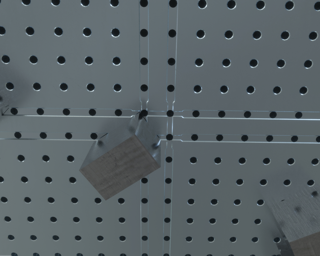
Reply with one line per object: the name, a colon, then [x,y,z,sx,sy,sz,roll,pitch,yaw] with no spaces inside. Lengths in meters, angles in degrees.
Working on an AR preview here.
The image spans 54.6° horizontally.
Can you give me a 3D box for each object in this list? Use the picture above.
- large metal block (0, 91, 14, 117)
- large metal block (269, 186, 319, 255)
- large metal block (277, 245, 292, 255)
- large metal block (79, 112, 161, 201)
large metal block: [-0.240,-0.031,0.371,0.080,0.080,0.050,43,105,-14]
large metal block: [0.212,0.138,0.436,0.080,0.080,0.050,-24,108,8]
large metal block: [0.217,0.238,0.473,0.050,0.080,0.080,-6,110,2]
large metal block: [-0.046,0.033,0.396,0.080,0.080,0.050,-33,107,11]
